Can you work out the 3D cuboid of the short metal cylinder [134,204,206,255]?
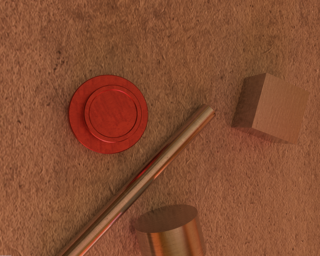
[{"bbox_3d":[0.013,0.135,0.386,0.081,0.080,0.050,-15,95,-20],"label":"short metal cylinder"}]

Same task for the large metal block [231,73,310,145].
[{"bbox_3d":[0.162,-0.026,0.457,0.081,0.050,0.080,19,84,-20],"label":"large metal block"}]

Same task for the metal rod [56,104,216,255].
[{"bbox_3d":[-0.034,0.079,0.397,0.301,0.025,0.025,-45,105,-15],"label":"metal rod"}]

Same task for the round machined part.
[{"bbox_3d":[-0.061,-0.017,0.378,0.099,0.042,0.097,0,90,-21],"label":"round machined part"}]
